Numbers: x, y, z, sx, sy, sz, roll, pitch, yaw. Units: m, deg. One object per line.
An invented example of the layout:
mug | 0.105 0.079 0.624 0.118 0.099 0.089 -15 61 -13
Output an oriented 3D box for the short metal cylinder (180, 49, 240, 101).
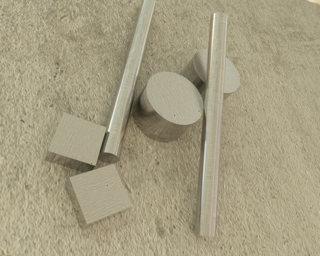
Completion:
short metal cylinder | 0.073 -0.073 0.472 0.081 0.050 0.080 14 56 -21

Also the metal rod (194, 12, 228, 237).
metal rod | 0.069 -0.017 0.402 0.025 0.025 0.299 14 71 -21

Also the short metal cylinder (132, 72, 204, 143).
short metal cylinder | 0.010 -0.027 0.410 0.081 0.050 0.080 14 56 -21

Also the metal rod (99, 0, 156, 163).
metal rod | -0.039 -0.088 0.436 0.025 0.025 0.300 21 54 -16

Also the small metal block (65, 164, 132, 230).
small metal block | -0.065 0.071 0.325 0.050 0.025 0.050 -15 69 -34

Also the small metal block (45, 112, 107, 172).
small metal block | -0.092 0.017 0.344 0.050 0.025 0.050 21 54 -16
